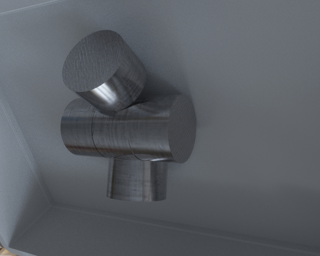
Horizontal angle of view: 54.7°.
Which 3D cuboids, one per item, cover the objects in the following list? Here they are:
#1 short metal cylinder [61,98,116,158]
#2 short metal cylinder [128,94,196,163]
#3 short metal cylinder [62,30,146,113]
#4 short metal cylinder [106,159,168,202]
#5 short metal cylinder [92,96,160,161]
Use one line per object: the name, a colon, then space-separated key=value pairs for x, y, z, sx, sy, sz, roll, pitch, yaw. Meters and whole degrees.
short metal cylinder: x=-0.085 y=-0.001 z=0.415 sx=0.050 sy=0.080 sz=0.080 roll=2 pitch=119 yaw=28
short metal cylinder: x=0.005 y=0.000 z=0.369 sx=0.050 sy=0.080 sz=0.080 roll=2 pitch=119 yaw=28
short metal cylinder: x=-0.063 y=-0.064 z=0.355 sx=0.080 sy=0.080 sz=0.050 roll=2 pitch=157 yaw=27
short metal cylinder: x=-0.030 y=0.068 z=0.420 sx=0.080 sy=0.080 sz=0.050 roll=0 pitch=85 yaw=28
short metal cylinder: x=-0.040 y=0.000 z=0.392 sx=0.050 sy=0.080 sz=0.080 roll=2 pitch=119 yaw=28
